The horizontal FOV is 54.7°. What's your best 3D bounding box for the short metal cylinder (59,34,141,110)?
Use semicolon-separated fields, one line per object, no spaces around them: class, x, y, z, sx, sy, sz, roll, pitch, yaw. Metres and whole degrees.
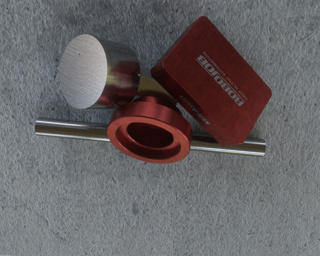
short metal cylinder;-0.069;-0.061;0.353;0.080;0.050;0.079;1;92;37

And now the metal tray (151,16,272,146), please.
metal tray;0.064;-0.052;0.362;0.130;0.030;0.090;43;66;-15

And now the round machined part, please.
round machined part;-0.010;0.000;0.369;0.098;0.042;0.098;10;146;7

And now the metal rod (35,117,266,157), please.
metal rod;-0.010;0.013;0.416;0.302;0.025;0.025;6;110;-3

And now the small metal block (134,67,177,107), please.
small metal block;-0.002;-0.049;0.378;0.050;0.050;0.025;22;109;-8
